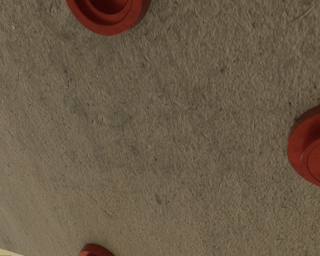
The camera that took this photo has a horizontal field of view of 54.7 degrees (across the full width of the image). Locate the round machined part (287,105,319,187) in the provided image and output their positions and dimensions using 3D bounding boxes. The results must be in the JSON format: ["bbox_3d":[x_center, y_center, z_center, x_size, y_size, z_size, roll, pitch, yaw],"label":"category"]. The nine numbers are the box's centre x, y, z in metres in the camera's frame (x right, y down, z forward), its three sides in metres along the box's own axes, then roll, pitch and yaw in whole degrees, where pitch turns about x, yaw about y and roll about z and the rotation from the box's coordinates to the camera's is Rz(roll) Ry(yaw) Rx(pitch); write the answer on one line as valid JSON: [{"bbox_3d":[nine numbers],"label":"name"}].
[{"bbox_3d":[0.182,0.026,0.316,0.098,0.042,0.097,13,124,21],"label":"round machined part"}]

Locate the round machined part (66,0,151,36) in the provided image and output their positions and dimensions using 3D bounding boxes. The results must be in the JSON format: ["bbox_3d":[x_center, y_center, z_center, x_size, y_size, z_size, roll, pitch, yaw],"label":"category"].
[{"bbox_3d":[-0.052,-0.152,0.329,0.098,0.042,0.097,13,124,21],"label":"round machined part"}]

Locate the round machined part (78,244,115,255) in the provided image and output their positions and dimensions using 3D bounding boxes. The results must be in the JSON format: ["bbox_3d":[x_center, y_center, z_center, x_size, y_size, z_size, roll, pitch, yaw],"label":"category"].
[{"bbox_3d":[-0.132,0.293,0.647,0.098,0.042,0.097,13,124,21],"label":"round machined part"}]
